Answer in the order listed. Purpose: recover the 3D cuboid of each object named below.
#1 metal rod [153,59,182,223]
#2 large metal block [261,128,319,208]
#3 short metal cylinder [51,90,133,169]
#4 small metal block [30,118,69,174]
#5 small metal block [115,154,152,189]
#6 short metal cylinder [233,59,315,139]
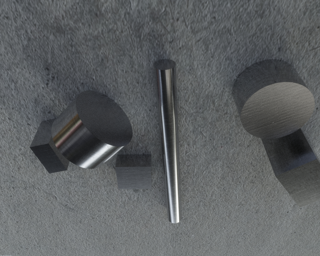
[{"bbox_3d":[0.015,0.042,0.443,0.025,0.025,0.298,-3,130,2],"label":"metal rod"},{"bbox_3d":[0.182,0.045,0.412,0.050,0.080,0.080,-30,124,22],"label":"large metal block"},{"bbox_3d":[-0.080,0.002,0.372,0.080,0.080,0.050,35,121,-27],"label":"short metal cylinder"},{"bbox_3d":[-0.140,0.023,0.408,0.025,0.050,0.050,-12,129,9],"label":"small metal block"},{"bbox_3d":[-0.038,0.066,0.463,0.050,0.025,0.050,0,130,0],"label":"small metal block"},{"bbox_3d":[0.131,-0.033,0.365,0.081,0.050,0.079,0,130,0],"label":"short metal cylinder"}]
